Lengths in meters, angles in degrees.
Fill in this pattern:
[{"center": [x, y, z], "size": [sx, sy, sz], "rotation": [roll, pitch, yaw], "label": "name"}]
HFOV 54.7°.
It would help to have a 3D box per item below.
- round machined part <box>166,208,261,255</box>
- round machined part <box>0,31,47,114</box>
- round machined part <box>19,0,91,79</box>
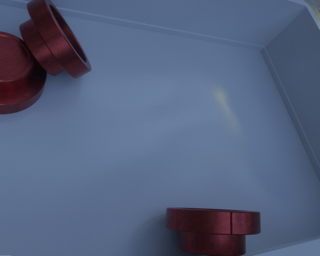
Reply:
[{"center": [0.055, 0.108, 0.327], "size": [0.099, 0.098, 0.042], "rotation": [9, 75, -24], "label": "round machined part"}, {"center": [-0.177, -0.067, 0.341], "size": [0.099, 0.042, 0.098], "rotation": [14, 56, -21], "label": "round machined part"}, {"center": [-0.126, -0.101, 0.366], "size": [0.042, 0.098, 0.098], "rotation": [-30, 75, 1], "label": "round machined part"}]
